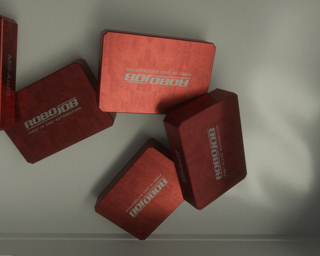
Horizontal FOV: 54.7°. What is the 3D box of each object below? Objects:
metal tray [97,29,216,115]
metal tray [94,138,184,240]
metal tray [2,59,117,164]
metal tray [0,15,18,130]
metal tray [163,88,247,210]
[{"bbox_3d":[-0.006,-0.063,0.368,0.131,0.030,0.089,2,111,-17],"label":"metal tray"},{"bbox_3d":[-0.019,0.090,0.442,0.090,0.030,0.130,38,105,-13],"label":"metal tray"},{"bbox_3d":[-0.134,-0.020,0.399,0.130,0.030,0.090,-25,109,8],"label":"metal tray"},{"bbox_3d":[-0.218,-0.065,0.360,0.091,0.030,0.129,6,97,5],"label":"metal tray"},{"bbox_3d":[0.061,0.027,0.386,0.091,0.030,0.129,-29,121,-24],"label":"metal tray"}]
